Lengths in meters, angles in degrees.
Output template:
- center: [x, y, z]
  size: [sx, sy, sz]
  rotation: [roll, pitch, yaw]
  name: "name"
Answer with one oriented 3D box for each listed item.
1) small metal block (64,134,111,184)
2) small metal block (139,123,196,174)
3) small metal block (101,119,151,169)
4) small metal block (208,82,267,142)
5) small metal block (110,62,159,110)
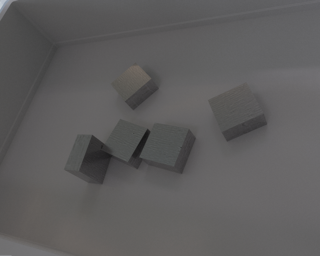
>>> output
- center: [-0.093, 0.042, 0.413]
  size: [0.025, 0.050, 0.050]
  rotation: [0, 62, 29]
  name: "small metal block"
- center: [0.010, 0.024, 0.386]
  size: [0.050, 0.025, 0.050]
  rotation: [11, 67, 32]
  name: "small metal block"
- center: [-0.042, 0.021, 0.415]
  size: [0.050, 0.025, 0.050]
  rotation: [19, 71, 35]
  name: "small metal block"
- center: [0.092, -0.019, 0.369]
  size: [0.050, 0.025, 0.050]
  rotation: [-25, 53, 12]
  name: "small metal block"
- center: [-0.038, -0.063, 0.465]
  size: [0.050, 0.025, 0.050]
  rotation: [-41, 51, 0]
  name: "small metal block"
